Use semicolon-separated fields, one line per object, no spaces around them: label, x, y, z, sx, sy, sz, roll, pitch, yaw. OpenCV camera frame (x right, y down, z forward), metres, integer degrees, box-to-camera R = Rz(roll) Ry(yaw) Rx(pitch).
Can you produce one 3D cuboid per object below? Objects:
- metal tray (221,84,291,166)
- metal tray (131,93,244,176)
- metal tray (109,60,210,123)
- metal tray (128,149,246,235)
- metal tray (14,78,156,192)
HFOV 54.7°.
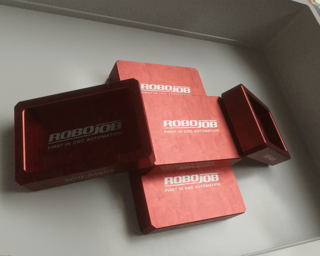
metal tray;0.137;0.000;0.434;0.131;0.030;0.090;20;49;-54
metal tray;0.031;0.005;0.375;0.131;0.030;0.090;-1;62;-29
metal tray;0.003;-0.043;0.427;0.131;0.030;0.090;0;62;-29
metal tray;0.033;0.070;0.373;0.131;0.030;0.090;0;62;-29
metal tray;-0.077;0.006;0.316;0.131;0.030;0.090;-12;66;-2
